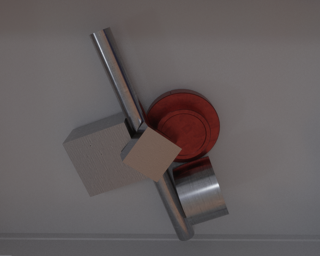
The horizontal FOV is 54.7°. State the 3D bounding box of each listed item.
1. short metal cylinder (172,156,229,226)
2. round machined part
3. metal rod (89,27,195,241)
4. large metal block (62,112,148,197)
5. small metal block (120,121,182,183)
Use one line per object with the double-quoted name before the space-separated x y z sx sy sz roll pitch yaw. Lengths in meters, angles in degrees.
"short metal cylinder" 0.054 0.083 0.412 0.050 0.080 0.080 -20 109 7
"round machined part" 0.029 0.002 0.401 0.099 0.042 0.097 0 110 -1
"metal rod" -0.015 0.022 0.395 0.025 0.025 0.299 -20 109 7
"large metal block" -0.066 0.032 0.405 0.080 0.050 0.080 -19 109 6
"small metal block" -0.011 0.028 0.368 0.050 0.025 0.050 34 95 -19
